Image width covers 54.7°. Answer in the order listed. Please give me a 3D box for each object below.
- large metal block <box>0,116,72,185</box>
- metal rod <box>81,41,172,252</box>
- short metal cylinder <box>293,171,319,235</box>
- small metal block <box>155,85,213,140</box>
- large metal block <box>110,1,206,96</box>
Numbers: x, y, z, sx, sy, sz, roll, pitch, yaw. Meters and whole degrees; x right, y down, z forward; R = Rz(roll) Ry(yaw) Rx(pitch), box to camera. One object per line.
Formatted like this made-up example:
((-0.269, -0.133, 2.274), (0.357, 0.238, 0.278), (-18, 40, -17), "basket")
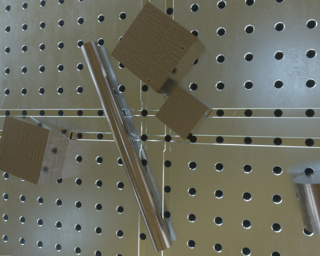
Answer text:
((-0.189, 0.031, 0.464), (0.080, 0.050, 0.079), (16, 95, 19), "large metal block")
((-0.049, 0.020, 0.428), (0.025, 0.025, 0.299), (-23, 83, 18), "metal rod")
((0.185, 0.072, 0.318), (0.080, 0.080, 0.050), (-13, 86, 19), "short metal cylinder")
((0.031, -0.020, 0.401), (0.050, 0.025, 0.050), (39, 102, 15), "small metal block")
((-0.001, -0.099, 0.399), (0.080, 0.050, 0.080), (41, 103, 15), "large metal block")
